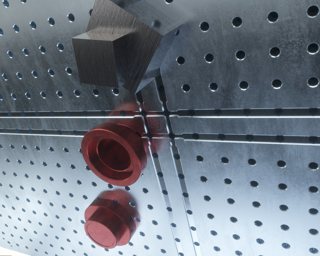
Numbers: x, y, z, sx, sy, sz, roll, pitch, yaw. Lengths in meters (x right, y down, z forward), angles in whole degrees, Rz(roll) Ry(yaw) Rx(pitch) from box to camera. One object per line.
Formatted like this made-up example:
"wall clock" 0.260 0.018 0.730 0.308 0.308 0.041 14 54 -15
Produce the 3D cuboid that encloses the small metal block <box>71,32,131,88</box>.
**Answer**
"small metal block" -0.062 -0.074 0.334 0.050 0.025 0.050 10 123 22

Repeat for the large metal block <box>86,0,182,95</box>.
"large metal block" -0.035 -0.099 0.352 0.080 0.050 0.079 35 129 5

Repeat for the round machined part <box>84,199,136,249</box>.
"round machined part" -0.097 0.180 0.563 0.098 0.042 0.097 13 124 21

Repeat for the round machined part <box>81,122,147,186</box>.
"round machined part" -0.062 0.034 0.455 0.098 0.042 0.097 13 124 21
